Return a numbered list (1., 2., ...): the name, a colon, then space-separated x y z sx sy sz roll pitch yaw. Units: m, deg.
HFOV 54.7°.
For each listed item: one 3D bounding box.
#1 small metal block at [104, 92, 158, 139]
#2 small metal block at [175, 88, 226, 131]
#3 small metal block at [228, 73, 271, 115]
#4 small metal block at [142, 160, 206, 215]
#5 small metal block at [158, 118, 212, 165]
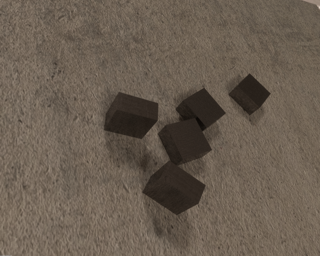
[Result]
1. small metal block: -0.036 -0.014 0.378 0.050 0.050 0.025 15 56 -21
2. small metal block: 0.060 -0.025 0.453 0.050 0.025 0.050 -33 80 -38
3. small metal block: 0.152 -0.057 0.523 0.050 0.025 0.050 45 51 3
4. small metal block: 0.015 0.070 0.355 0.050 0.050 0.025 35 51 -6
5. small metal block: 0.033 0.018 0.412 0.050 0.025 0.050 -14 69 -34
